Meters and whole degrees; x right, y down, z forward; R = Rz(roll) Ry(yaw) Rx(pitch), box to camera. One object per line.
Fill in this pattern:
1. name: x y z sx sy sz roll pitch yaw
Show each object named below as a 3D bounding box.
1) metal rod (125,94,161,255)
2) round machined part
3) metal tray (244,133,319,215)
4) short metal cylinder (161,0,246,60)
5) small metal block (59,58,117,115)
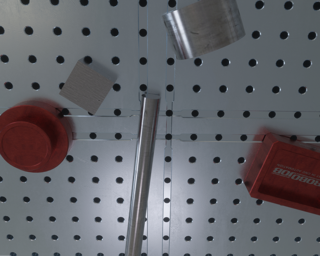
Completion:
1. metal rod: -0.029 0.098 0.449 0.025 0.025 0.298 7 110 -3
2. round machined part: -0.170 0.017 0.409 0.099 0.042 0.097 0 110 0
3. metal tray: 0.198 0.068 0.437 0.131 0.030 0.089 16 109 -6
4. short metal cylinder: 0.048 -0.114 0.342 0.080 0.080 0.050 -20 109 7
5. small metal block: -0.091 -0.053 0.393 0.050 0.025 0.050 32 107 -11
